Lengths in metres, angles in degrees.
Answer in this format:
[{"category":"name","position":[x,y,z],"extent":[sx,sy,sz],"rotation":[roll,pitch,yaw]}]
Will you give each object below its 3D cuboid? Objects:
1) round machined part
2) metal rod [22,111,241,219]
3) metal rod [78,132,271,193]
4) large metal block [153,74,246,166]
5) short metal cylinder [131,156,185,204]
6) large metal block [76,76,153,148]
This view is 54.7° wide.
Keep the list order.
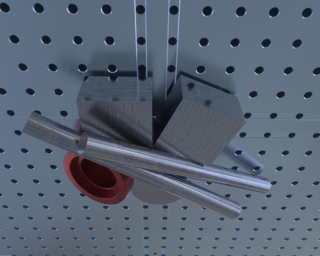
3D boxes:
[{"category":"round machined part","position":[-0.079,0.056,0.428],"extent":[0.098,0.042,0.097],"rotation":[14,129,18]},{"category":"metal rod","position":[-0.017,0.056,0.387],"extent":[0.301,0.025,0.025],"rotation":[27,125,-23]},{"category":"metal rod","position":[0.041,0.053,0.403],"extent":[0.302,0.025,0.025],"rotation":[17,130,-33]},{"category":"large metal block","position":[0.044,-0.008,0.383],"extent":[0.080,0.050,0.079],"rotation":[19,128,-16]},{"category":"short metal cylinder","position":[-0.001,0.065,0.445],"extent":[0.081,0.050,0.079],"rotation":[0,130,0]},{"category":"large metal block","position":[-0.049,-0.015,0.373],"extent":[0.081,0.050,0.079],"rotation":[1,130,-1]}]
